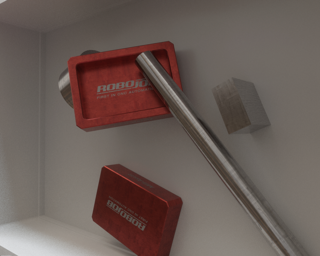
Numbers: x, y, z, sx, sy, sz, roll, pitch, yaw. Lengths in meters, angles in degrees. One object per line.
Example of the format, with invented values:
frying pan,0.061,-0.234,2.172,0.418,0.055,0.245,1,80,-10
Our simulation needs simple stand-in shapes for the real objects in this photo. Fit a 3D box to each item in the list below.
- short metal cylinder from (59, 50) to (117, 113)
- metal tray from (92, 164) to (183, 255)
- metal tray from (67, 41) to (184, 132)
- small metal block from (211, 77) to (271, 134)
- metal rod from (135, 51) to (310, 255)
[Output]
short metal cylinder,-0.097,-0.065,0.449,0.050,0.081,0.080,-30,72,36
metal tray,-0.037,0.115,0.432,0.130,0.030,0.089,21,103,37
metal tray,-0.041,-0.051,0.384,0.131,0.030,0.090,-10,82,-2
small metal block,0.084,-0.022,0.320,0.025,0.050,0.050,-29,72,36
metal rod,0.064,0.033,0.329,0.025,0.025,0.299,-46,70,30
